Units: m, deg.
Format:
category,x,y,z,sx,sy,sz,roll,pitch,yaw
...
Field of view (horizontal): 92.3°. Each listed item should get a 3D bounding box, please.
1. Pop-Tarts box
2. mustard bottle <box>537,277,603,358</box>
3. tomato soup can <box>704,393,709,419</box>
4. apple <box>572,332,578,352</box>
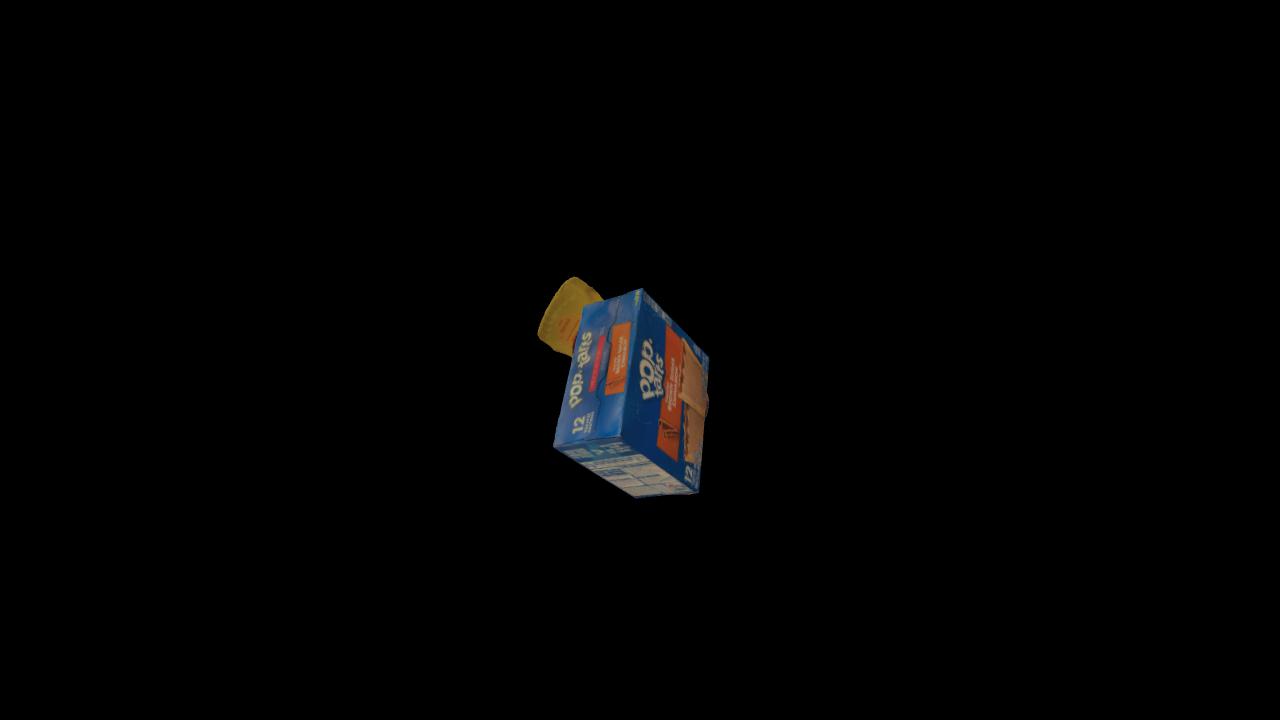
category,x,y,z,sx,sy,sz,roll,pitch,yaw
Pop-Tarts box,0.000,0.038,0.634,0.083,0.167,0.141,-15,-39,32
mustard bottle,-0.028,-0.013,0.729,0.184,0.092,0.054,35,25,4
tomato soup can,0.024,0.046,0.742,0.101,0.068,0.068,23,-13,-33
apple,-0.034,-0.012,0.699,0.093,0.079,0.079,27,13,27
